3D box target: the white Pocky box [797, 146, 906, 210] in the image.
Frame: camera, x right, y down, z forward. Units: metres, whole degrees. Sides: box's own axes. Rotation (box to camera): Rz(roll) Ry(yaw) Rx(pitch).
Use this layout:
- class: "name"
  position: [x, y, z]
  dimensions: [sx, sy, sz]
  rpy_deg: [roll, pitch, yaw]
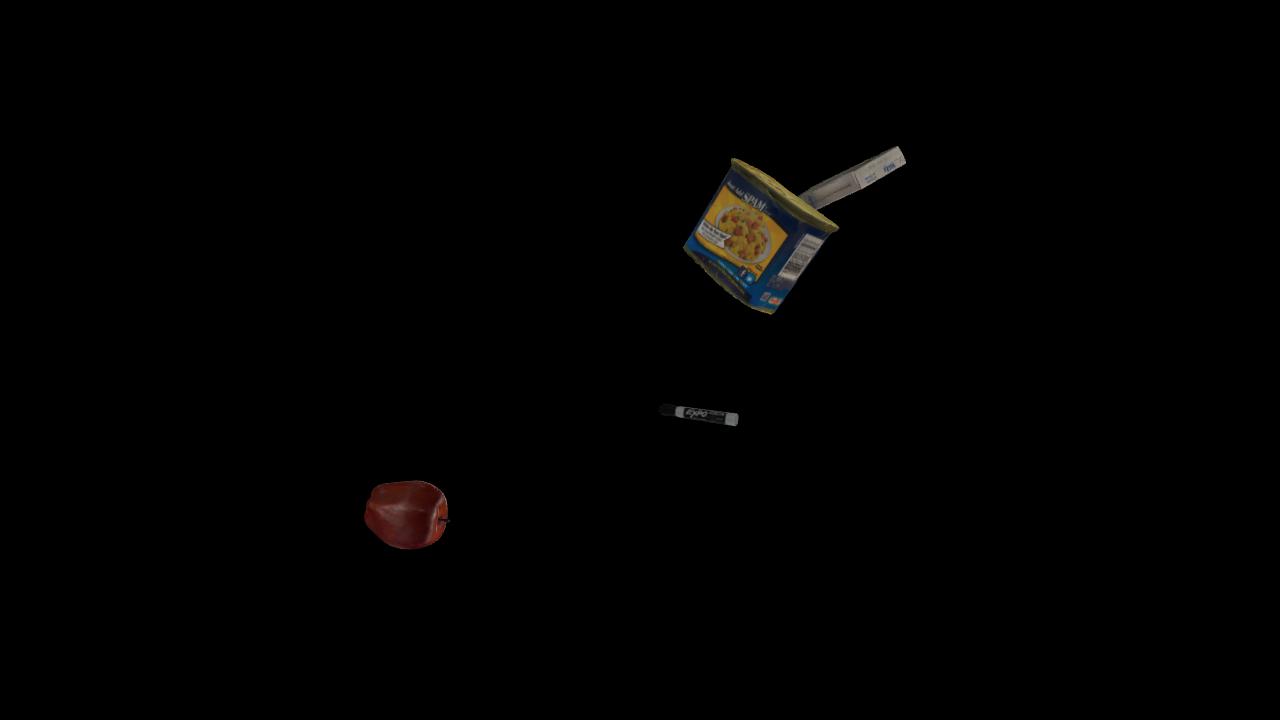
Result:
- class: "white Pocky box"
  position: [0.259, -0.227, 0.802]
  dimensions: [0.084, 0.028, 0.154]
  rpy_deg: [-32, 9, -18]

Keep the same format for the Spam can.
- class: "Spam can"
  position: [0.093, -0.100, 0.498]
  dimensions: [0.058, 0.085, 0.101]
  rpy_deg: [6, 35, -44]

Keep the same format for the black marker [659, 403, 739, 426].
- class: "black marker"
  position: [0.085, 0.080, 0.911]
  dimensions: [0.121, 0.020, 0.020]
  rpy_deg: [6, 3, 24]

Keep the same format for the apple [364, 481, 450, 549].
- class: "apple"
  position: [-0.266, 0.178, 0.709]
  dimensions: [0.093, 0.079, 0.079]
  rpy_deg: [12, 0, 0]
